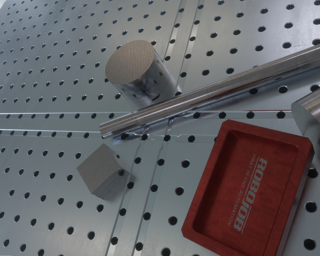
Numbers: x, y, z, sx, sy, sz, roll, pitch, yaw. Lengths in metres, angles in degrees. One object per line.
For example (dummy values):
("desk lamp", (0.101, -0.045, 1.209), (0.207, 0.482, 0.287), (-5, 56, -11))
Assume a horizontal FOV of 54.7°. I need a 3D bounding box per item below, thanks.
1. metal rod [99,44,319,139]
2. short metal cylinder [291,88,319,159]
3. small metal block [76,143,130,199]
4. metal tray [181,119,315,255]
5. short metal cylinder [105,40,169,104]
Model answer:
("metal rod", (0.056, -0.041, 0.404), (0.301, 0.025, 0.025), (-19, 55, 17))
("short metal cylinder", (0.168, -0.002, 0.286), (0.050, 0.080, 0.080), (-31, 52, 8))
("small metal block", (-0.076, 0.057, 0.413), (0.050, 0.025, 0.050), (-43, 51, -2))
("metal tray", (0.087, 0.063, 0.308), (0.090, 0.030, 0.130), (16, 78, 34))
("short metal cylinder", (-0.033, -0.083, 0.461), (0.080, 0.050, 0.080), (-13, 56, 21))
